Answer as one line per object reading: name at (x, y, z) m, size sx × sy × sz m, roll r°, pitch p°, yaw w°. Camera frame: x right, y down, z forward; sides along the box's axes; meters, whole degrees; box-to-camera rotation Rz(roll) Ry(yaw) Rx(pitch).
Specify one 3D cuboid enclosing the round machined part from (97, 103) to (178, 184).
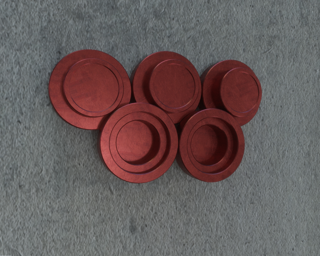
round machined part at (-0.030, 0.018, 0.391) m, size 0.099 × 0.042 × 0.097 m, roll 0°, pitch 90°, yaw -21°

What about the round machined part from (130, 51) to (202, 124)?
round machined part at (0.012, -0.053, 0.407) m, size 0.099 × 0.042 × 0.097 m, roll 0°, pitch 90°, yaw -21°

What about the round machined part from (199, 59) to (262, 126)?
round machined part at (0.105, -0.049, 0.441) m, size 0.099 × 0.042 × 0.097 m, roll 0°, pitch 90°, yaw -21°

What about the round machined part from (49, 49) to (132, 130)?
round machined part at (-0.081, -0.046, 0.372) m, size 0.099 × 0.042 × 0.097 m, roll 0°, pitch 90°, yaw -21°

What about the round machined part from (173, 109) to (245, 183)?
round machined part at (0.063, 0.023, 0.426) m, size 0.099 × 0.042 × 0.097 m, roll 0°, pitch 90°, yaw -21°
